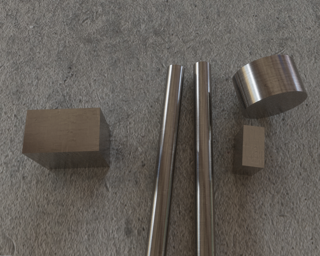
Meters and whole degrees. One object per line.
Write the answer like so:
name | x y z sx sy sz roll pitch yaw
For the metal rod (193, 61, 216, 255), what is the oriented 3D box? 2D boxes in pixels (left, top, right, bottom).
metal rod | 0.055 0.052 0.389 0.025 0.025 0.299 2 70 0

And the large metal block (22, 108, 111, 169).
large metal block | -0.106 0.015 0.372 0.081 0.080 0.050 -2 70 -1

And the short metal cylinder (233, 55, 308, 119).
short metal cylinder | 0.140 -0.051 0.399 0.081 0.080 0.050 -10 71 -4

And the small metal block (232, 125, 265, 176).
small metal block | 0.109 0.029 0.386 0.025 0.050 0.050 7 70 2

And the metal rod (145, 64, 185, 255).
metal rod | 0.006 0.056 0.387 0.025 0.025 0.299 6 70 2
